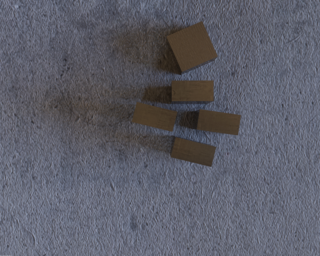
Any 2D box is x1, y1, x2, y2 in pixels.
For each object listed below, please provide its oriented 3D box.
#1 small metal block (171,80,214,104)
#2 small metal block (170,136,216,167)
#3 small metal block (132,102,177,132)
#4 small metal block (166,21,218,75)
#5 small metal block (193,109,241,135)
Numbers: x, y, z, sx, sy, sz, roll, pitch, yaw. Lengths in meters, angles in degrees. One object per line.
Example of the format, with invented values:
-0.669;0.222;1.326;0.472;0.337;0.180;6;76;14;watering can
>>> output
0.039;-0.045;0.398;0.050;0.050;0.025;0;90;0;small metal block
0.040;0.029;0.398;0.050;0.050;0.025;14;90;0;small metal block
-0.006;-0.014;0.397;0.050;0.050;0.025;14;90;0;small metal block
0.041;-0.105;0.410;0.050;0.025;0.050;-24;90;0;small metal block
0.071;-0.007;0.398;0.050;0.050;0.025;8;90;0;small metal block
